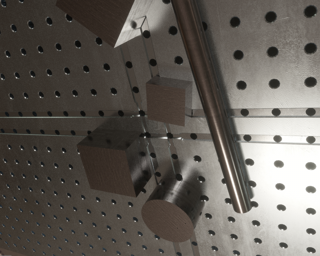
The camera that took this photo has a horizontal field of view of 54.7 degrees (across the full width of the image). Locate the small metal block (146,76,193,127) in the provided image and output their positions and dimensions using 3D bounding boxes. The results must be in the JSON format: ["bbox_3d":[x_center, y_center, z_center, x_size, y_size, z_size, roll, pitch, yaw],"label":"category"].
[{"bbox_3d":[0.012,-0.034,0.383,0.050,0.025,0.050,12,124,21],"label":"small metal block"}]

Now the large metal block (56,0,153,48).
[{"bbox_3d":[-0.054,-0.147,0.331,0.080,0.050,0.080,37,129,3],"label":"large metal block"}]

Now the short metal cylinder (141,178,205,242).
[{"bbox_3d":[0.020,0.121,0.458,0.080,0.050,0.079,13,124,20],"label":"short metal cylinder"}]

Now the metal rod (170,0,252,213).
[{"bbox_3d":[0.063,-0.023,0.362,0.025,0.025,0.298,-7,115,31],"label":"metal rod"}]

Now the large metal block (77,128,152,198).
[{"bbox_3d":[-0.065,0.050,0.458,0.080,0.050,0.079,5,121,25],"label":"large metal block"}]
